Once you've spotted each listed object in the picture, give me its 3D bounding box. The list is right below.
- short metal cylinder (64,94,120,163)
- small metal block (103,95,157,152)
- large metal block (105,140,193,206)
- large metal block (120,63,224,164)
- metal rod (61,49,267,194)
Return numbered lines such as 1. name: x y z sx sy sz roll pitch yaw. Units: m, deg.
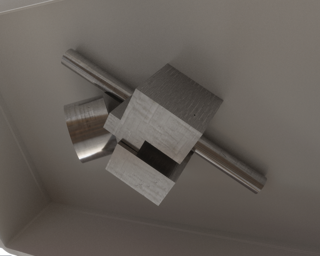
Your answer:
1. short metal cylinder: -0.089 0.001 0.409 0.050 0.080 0.079 -17 116 -8
2. small metal block: -0.030 -0.007 0.372 0.050 0.050 0.025 35 129 4
3. large metal block: -0.009 0.038 0.399 0.080 0.080 0.050 34 129 5
4. large metal block: 0.015 -0.019 0.352 0.080 0.080 0.050 35 129 5
5. metal rod: 0.001 -0.012 0.399 0.301 0.025 0.025 34 129 5
